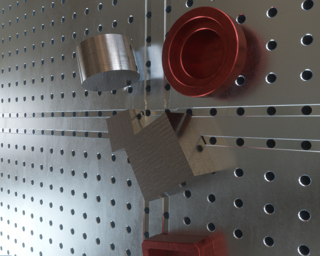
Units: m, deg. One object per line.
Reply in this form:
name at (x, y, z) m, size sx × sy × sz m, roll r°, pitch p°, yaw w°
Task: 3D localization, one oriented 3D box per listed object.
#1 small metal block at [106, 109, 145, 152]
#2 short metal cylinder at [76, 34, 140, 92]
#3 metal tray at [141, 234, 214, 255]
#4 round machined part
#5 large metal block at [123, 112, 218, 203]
small metal block at (-0.048, 0.004, 0.447) m, size 0.050 × 0.025 × 0.050 m, roll -20°, pitch 78°, yaw 38°
short metal cylinder at (-0.072, -0.088, 0.431) m, size 0.080 × 0.081 × 0.050 m, roll -20°, pitch 78°, yaw 38°
metal tray at (0.027, 0.202, 0.381) m, size 0.090 × 0.030 × 0.129 m, roll -13°, pitch 82°, yaw 39°
round machined part at (0.053, -0.083, 0.353) m, size 0.098 × 0.042 × 0.097 m, roll 0°, pitch 90°, yaw 39°
large metal block at (0.010, 0.036, 0.383) m, size 0.080 × 0.050 × 0.080 m, roll -36°, pitch 68°, yaw 34°
